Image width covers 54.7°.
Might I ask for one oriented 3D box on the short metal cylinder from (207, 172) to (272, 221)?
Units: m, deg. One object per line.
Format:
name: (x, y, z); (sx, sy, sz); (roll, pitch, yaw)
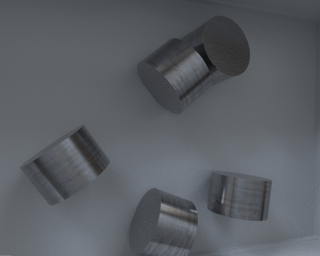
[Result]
short metal cylinder: (0.107, 0.090, 0.421); (0.081, 0.080, 0.050); (8, 88, -20)

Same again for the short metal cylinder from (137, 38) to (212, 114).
short metal cylinder: (0.017, -0.064, 0.387); (0.050, 0.080, 0.080); (-41, 103, -15)

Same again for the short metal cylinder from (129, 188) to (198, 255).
short metal cylinder: (0.003, 0.121, 0.382); (0.050, 0.080, 0.080); (24, 82, -19)

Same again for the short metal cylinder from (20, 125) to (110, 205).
short metal cylinder: (-0.104, 0.039, 0.343); (0.080, 0.080, 0.050); (-36, 102, -16)

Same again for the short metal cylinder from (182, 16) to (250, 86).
short metal cylinder: (0.073, -0.100, 0.413); (0.081, 0.050, 0.080); (7, 77, -31)
